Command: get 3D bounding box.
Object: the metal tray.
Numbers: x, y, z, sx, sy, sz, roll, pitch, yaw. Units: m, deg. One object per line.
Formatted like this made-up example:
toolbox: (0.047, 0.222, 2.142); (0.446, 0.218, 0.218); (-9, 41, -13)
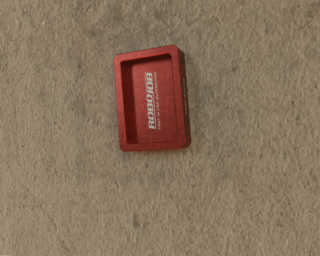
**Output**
metal tray: (-0.010, -0.036, 0.410); (0.090, 0.030, 0.129); (-5, 88, 20)
